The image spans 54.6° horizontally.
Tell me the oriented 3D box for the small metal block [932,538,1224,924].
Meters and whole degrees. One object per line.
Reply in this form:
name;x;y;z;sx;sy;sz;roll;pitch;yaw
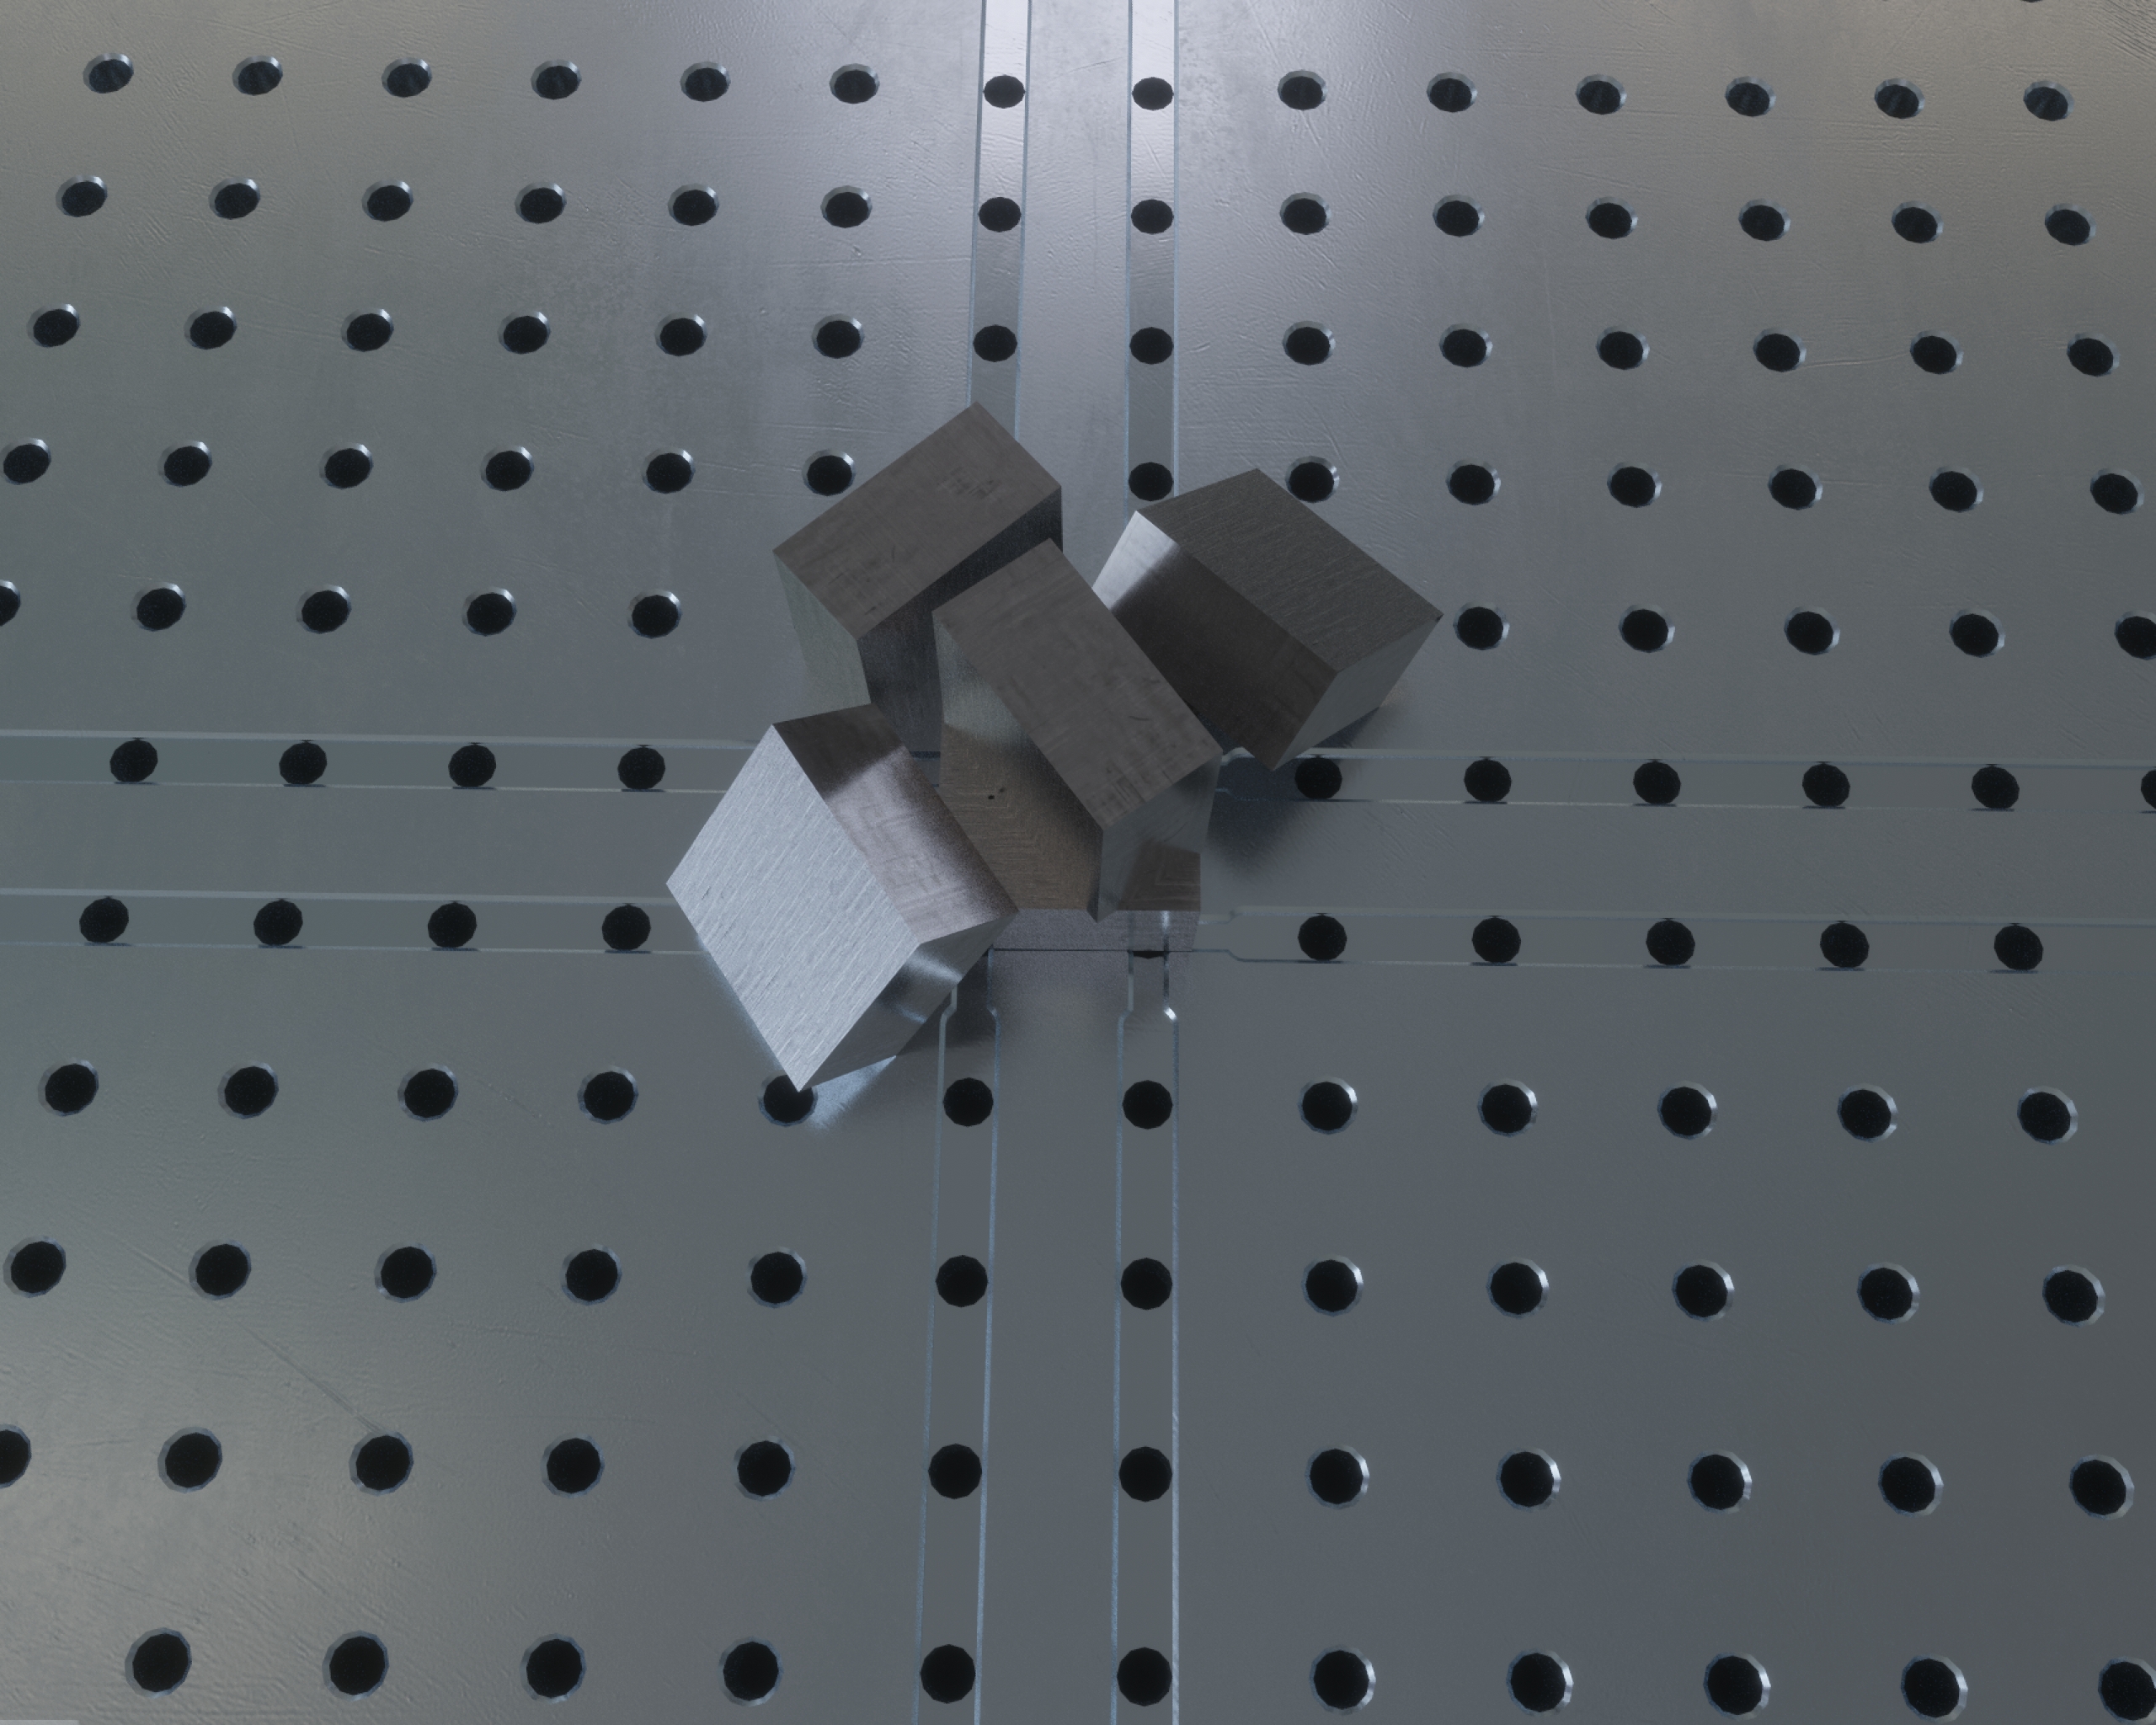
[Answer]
small metal block;-0.001;-0.023;0.380;0.025;0.050;0.050;-34;74;-12

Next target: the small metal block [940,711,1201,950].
small metal block;-0.002;-0.010;0.415;0.050;0.025;0.050;1;70;-1

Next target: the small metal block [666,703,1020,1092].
small metal block;-0.045;0.007;0.393;0.025;0.050;0.050;-17;66;-46

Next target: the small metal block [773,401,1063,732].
small metal block;-0.030;-0.057;0.419;0.050;0.050;0.025;-39;75;-13

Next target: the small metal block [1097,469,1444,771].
small metal block;0.037;-0.050;0.416;0.050;0.025;0.050;41;35;13
